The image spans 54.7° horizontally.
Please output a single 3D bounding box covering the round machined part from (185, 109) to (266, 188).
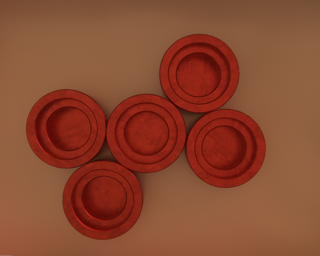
[{"bbox_3d":[0.081,0.025,0.401,0.099,0.042,0.097,0,90,0],"label":"round machined part"}]

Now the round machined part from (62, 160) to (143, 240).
[{"bbox_3d":[-0.070,0.088,0.399,0.099,0.042,0.097,0,90,0],"label":"round machined part"}]

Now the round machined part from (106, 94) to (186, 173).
[{"bbox_3d":[-0.017,0.007,0.399,0.099,0.042,0.097,0,90,0],"label":"round machined part"}]

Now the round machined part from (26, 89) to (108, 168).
[{"bbox_3d":[-0.115,0.001,0.400,0.099,0.042,0.097,0,90,0],"label":"round machined part"}]

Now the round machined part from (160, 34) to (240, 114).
[{"bbox_3d":[0.049,-0.067,0.401,0.099,0.042,0.097,0,90,0],"label":"round machined part"}]
